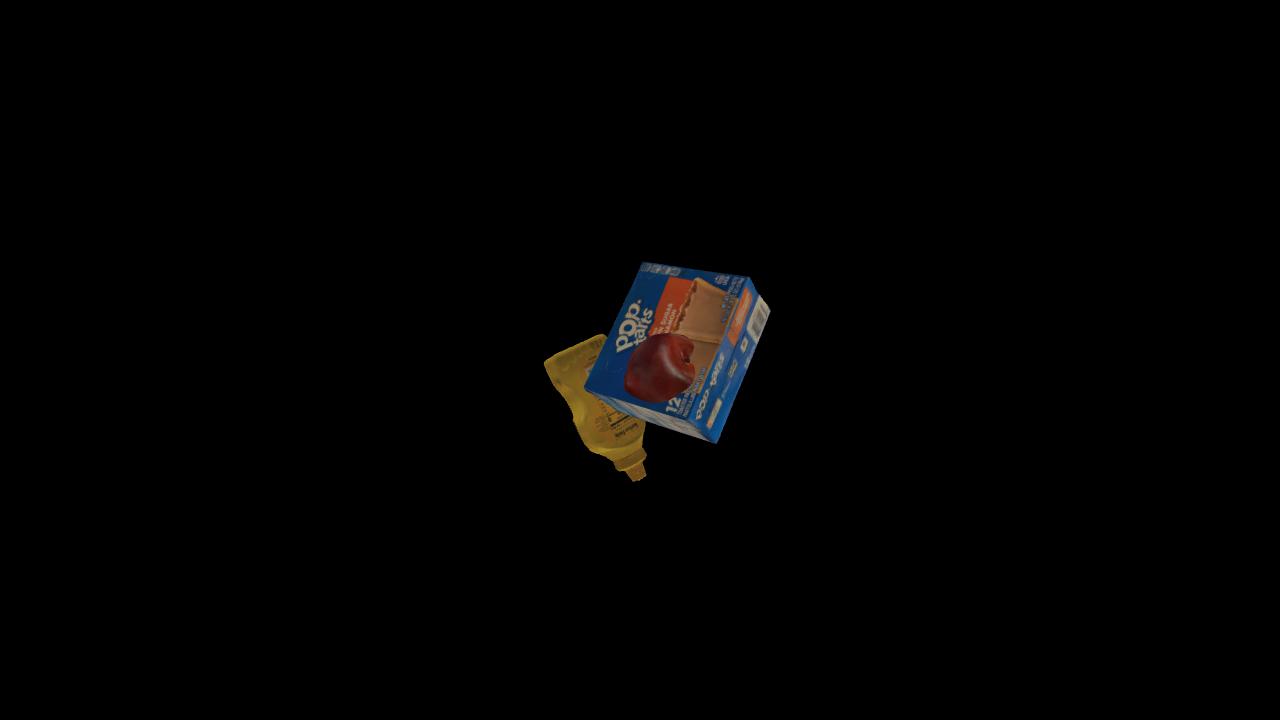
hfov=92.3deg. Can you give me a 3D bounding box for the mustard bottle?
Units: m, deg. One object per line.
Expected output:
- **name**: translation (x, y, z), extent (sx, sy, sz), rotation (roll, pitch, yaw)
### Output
- **mustard bottle**: translation (-0.040, 0.065, 0.756), extent (0.092, 0.184, 0.054), rotation (-28, 1, -44)

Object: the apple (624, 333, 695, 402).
- **apple**: translation (0.023, 0.014, 0.638), extent (0.079, 0.079, 0.093), rotation (0, -23, -38)

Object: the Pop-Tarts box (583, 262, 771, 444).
- **Pop-Tarts box**: translation (0.042, -0.013, 0.682), extent (0.141, 0.167, 0.083), rotation (15, -17, 35)
